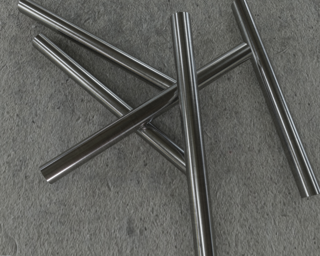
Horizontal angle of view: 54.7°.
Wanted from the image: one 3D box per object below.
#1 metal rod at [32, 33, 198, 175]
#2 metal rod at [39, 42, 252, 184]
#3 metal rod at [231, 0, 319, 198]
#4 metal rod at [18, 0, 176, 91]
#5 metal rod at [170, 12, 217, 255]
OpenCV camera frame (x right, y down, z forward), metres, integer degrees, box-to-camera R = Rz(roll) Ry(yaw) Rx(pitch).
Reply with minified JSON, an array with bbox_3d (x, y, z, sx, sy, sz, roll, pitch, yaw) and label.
[{"bbox_3d":[-0.063,-0.034,0.420,0.300,0.025,0.025,39,75,13],"label":"metal rod"},{"bbox_3d":[-0.008,-0.025,0.389,0.301,0.025,0.025,-33,73,-11],"label":"metal rod"},{"bbox_3d":[0.154,-0.054,0.428,0.025,0.025,0.299,-12,70,-4],"label":"metal rod"},{"bbox_3d":[-0.081,-0.113,0.448,0.301,0.025,0.025,30,73,10],"label":"metal rod"},{"bbox_3d":[0.039,0.011,0.366,0.025,0.025,0.298,-5,84,-2],"label":"metal rod"}]
